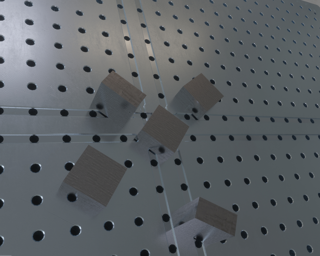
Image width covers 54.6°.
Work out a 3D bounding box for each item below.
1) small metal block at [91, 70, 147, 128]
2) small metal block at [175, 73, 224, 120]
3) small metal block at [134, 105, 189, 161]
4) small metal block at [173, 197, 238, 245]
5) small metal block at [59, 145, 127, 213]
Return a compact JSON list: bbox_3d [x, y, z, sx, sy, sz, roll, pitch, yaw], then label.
[{"bbox_3d":[-0.052,-0.035,0.385,0.050,0.050,0.025,36,51,-4],"label":"small metal block"},{"bbox_3d":[0.061,-0.049,0.470,0.050,0.025,0.050,47,51,5],"label":"small metal block"},{"bbox_3d":[0.003,0.006,0.406,0.050,0.025,0.050,36,51,-4],"label":"small metal block"},{"bbox_3d":[0.051,0.107,0.354,0.050,0.050,0.025,27,52,-11],"label":"small metal block"},{"bbox_3d":[-0.072,0.055,0.336,0.050,0.025,0.050,33,51,-7],"label":"small metal block"}]
